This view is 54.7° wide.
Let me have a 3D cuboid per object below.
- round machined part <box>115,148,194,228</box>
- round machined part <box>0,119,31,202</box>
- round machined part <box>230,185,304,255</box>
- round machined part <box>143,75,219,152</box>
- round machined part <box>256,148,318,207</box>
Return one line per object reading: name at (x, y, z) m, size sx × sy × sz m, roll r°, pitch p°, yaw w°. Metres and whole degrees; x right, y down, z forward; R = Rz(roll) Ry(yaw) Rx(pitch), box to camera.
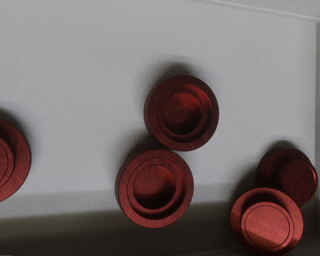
round machined part at (-0.010, 0.074, 0.398) m, size 0.099 × 0.042 × 0.097 m, roll 0°, pitch 90°, yaw -20°
round machined part at (-0.191, 0.036, 0.331) m, size 0.099 × 0.042 × 0.097 m, roll 0°, pitch 90°, yaw -20°
round machined part at (0.147, 0.131, 0.431) m, size 0.098 × 0.042 × 0.097 m, roll 0°, pitch 89°, yaw 14°
round machined part at (0.025, -0.019, 0.410) m, size 0.099 × 0.042 × 0.097 m, roll 0°, pitch 90°, yaw -20°
round machined part at (0.200, 0.080, 0.475) m, size 0.099 × 0.042 × 0.097 m, roll 0°, pitch 90°, yaw -20°
